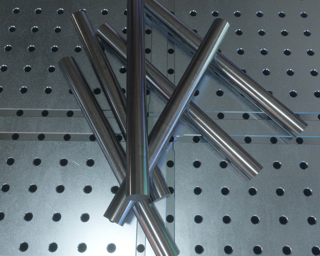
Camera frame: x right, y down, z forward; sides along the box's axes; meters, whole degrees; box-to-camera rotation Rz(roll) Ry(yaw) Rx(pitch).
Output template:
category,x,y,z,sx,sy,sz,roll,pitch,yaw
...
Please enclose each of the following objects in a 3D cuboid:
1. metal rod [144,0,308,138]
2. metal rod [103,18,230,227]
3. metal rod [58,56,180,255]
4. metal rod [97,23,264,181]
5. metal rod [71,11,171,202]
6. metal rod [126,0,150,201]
category,x,y,z,sx,sy,sz,roll,pitch,yaw
metal rod,0.082,-0.096,0.447,0.025,0.025,0.300,-43,76,-14
metal rod,0.017,-0.021,0.391,0.025,0.025,0.300,26,72,9
metal rod,-0.061,0.028,0.401,0.025,0.025,0.299,-28,72,-10
metal rod,0.018,-0.044,0.428,0.025,0.025,0.300,-42,75,-14
metal rod,-0.061,-0.042,0.426,0.025,0.025,0.299,-24,72,-8
metal rod,-0.030,-0.058,0.395,0.025,0.025,0.299,-3,61,-1
